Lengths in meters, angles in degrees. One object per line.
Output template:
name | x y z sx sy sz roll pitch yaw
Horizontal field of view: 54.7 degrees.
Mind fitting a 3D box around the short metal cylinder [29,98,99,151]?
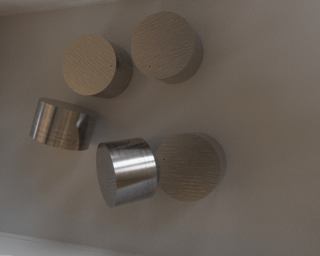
short metal cylinder | -0.131 -0.006 0.426 0.080 0.080 0.050 19 97 18

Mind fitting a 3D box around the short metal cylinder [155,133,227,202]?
short metal cylinder | 0.038 0.046 0.383 0.080 0.050 0.079 0 90 19

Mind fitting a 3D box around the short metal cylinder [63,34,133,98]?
short metal cylinder | -0.084 -0.082 0.426 0.080 0.050 0.079 0 90 19

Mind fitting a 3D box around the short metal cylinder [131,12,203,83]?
short metal cylinder | 0.010 -0.099 0.393 0.080 0.050 0.079 0 90 19

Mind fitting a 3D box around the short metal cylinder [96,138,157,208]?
short metal cylinder | -0.044 0.055 0.390 0.080 0.050 0.079 25 119 59
